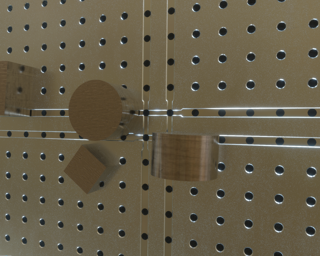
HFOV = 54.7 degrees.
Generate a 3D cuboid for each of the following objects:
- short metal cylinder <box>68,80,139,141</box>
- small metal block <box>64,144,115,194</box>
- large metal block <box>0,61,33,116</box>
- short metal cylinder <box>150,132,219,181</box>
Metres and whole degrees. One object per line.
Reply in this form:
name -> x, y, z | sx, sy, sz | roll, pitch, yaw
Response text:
short metal cylinder -> -0.077, -0.023, 0.426 | 0.080, 0.050, 0.079 | 0, 90, 20
small metal block -> -0.102, 0.058, 0.449 | 0.050, 0.025, 0.050 | 40, 102, 15
large metal block -> -0.254, -0.061, 0.489 | 0.080, 0.050, 0.079 | 5, 92, 20
short metal cylinder -> 0.030, 0.032, 0.373 | 0.080, 0.080, 0.050 | 3, 91, 20
